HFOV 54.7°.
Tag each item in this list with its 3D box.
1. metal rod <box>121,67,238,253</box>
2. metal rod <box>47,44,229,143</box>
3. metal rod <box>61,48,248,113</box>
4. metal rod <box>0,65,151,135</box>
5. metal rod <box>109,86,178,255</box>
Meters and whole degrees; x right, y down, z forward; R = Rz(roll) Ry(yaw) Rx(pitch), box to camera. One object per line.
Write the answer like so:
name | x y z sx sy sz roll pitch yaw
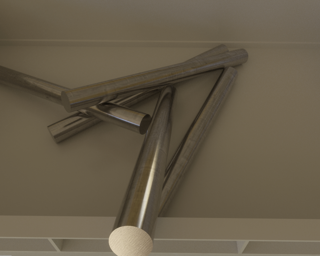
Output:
metal rod | 0.039 0.019 0.389 0.025 0.025 0.301 21 53 17
metal rod | -0.017 -0.059 0.454 0.302 0.025 0.025 -29 56 -23
metal rod | 0.015 -0.073 0.424 0.302 0.025 0.025 -20 52 -33
metal rod | -0.146 -0.049 0.420 0.301 0.025 0.025 19 52 24
metal rod | -0.002 0.007 0.312 0.025 0.025 0.301 5 23 4
